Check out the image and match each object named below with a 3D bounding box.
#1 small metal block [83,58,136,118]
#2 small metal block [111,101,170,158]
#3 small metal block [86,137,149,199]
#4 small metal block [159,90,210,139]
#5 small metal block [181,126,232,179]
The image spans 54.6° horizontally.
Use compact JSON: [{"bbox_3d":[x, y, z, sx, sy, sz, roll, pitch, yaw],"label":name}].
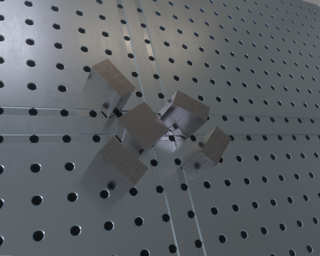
[{"bbox_3d":[-0.065,-0.049,0.387,0.050,0.050,0.025,47,51,5],"label":"small metal block"},{"bbox_3d":[-0.024,0.002,0.394,0.050,0.025,0.050,48,51,6],"label":"small metal block"},{"bbox_3d":[-0.048,0.045,0.339,0.050,0.050,0.025,41,51,0],"label":"small metal block"},{"bbox_3d":[0.031,-0.017,0.419,0.050,0.050,0.025,27,53,-11],"label":"small metal block"},{"bbox_3d":[0.060,0.032,0.404,0.025,0.050,0.050,40,51,-1],"label":"small metal block"}]
